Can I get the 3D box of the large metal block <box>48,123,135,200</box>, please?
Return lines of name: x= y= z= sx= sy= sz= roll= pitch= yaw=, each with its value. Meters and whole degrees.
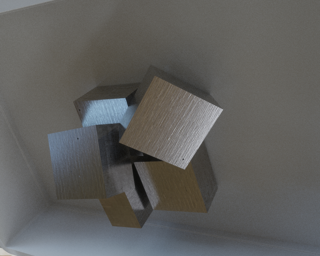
large metal block: x=-0.083 y=0.040 z=0.373 sx=0.080 sy=0.050 sz=0.080 roll=-10 pitch=88 yaw=32

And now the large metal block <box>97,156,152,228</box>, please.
large metal block: x=-0.043 y=0.083 z=0.443 sx=0.050 sy=0.080 sz=0.080 roll=-7 pitch=115 yaw=31

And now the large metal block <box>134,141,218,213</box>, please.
large metal block: x=0.023 y=0.064 z=0.414 sx=0.080 sy=0.050 sz=0.080 roll=-5 pitch=116 yaw=30

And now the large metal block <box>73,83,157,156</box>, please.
large metal block: x=-0.055 y=-0.011 z=0.412 sx=0.080 sy=0.050 sz=0.080 roll=-1 pitch=118 yaw=28

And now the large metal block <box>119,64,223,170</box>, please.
large metal block: x=0.009 y=-0.012 z=0.344 sx=0.080 sy=0.050 sz=0.080 roll=24 pitch=109 yaw=-17
